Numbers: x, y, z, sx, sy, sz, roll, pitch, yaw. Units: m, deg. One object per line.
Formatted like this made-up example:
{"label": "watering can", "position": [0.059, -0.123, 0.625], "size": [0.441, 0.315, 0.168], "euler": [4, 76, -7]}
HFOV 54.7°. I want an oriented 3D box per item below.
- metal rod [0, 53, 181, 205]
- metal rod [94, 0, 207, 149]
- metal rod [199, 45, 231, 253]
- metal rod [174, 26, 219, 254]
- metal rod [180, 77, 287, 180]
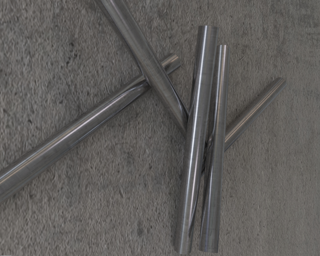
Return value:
{"label": "metal rod", "position": [-0.078, -0.005, 0.339], "size": [0.302, 0.025, 0.025], "euler": [-41, 115, -32]}
{"label": "metal rod", "position": [-0.009, -0.067, 0.357], "size": [0.025, 0.025, 0.300], "euler": [-57, 135, -24]}
{"label": "metal rod", "position": [0.081, 0.018, 0.444], "size": [0.025, 0.025, 0.299], "euler": [21, 69, -38]}
{"label": "metal rod", "position": [0.045, 0.024, 0.402], "size": [0.025, 0.025, 0.298], "euler": [-5, 105, -40]}
{"label": "metal rod", "position": [0.135, -0.006, 0.517], "size": [0.302, 0.025, 0.025], "euler": [-40, 114, -33]}
